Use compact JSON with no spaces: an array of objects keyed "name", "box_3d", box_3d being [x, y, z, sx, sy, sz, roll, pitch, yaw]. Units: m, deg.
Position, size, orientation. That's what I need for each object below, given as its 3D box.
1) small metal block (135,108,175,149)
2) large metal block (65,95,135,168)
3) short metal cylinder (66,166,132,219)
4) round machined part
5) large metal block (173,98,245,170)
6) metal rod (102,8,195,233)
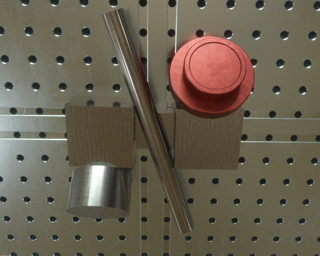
[{"name":"small metal block","box_3d":[-0.006,0.000,0.414,0.050,0.025,0.050,1,110,-1]},{"name":"large metal block","box_3d":[-0.073,0.003,0.401,0.081,0.050,0.079,2,110,-1]},{"name":"short metal cylinder","box_3d":[-0.078,0.087,0.408,0.080,0.050,0.080,1,153,1]},{"name":"round machined part","box_3d":[0.060,-0.063,0.355,0.099,0.042,0.098,0,75,-1]},{"name":"large metal block","box_3d":[0.059,0.007,0.404,0.081,0.050,0.079,1,110,-1]},{"name":"metal rod","box_3d":[-0.008,0.006,0.388,0.025,0.025,0.298,-16,110,6]}]
